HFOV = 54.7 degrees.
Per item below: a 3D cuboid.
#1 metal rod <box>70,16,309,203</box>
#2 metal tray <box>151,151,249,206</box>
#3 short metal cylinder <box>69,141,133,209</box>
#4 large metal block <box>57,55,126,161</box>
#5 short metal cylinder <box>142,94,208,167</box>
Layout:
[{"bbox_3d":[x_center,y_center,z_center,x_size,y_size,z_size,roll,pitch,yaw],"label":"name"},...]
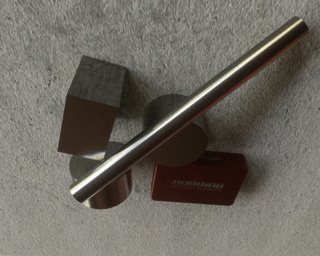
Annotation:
[{"bbox_3d":[0.026,-0.016,0.335,0.300,0.025,0.025,-37,123,6],"label":"metal rod"},{"bbox_3d":[0.056,0.075,0.469,0.131,0.030,0.089,5,130,-5],"label":"metal tray"},{"bbox_3d":[-0.079,0.063,0.424,0.081,0.080,0.050,1,130,-1],"label":"short metal cylinder"},{"bbox_3d":[-0.076,-0.023,0.351,0.050,0.080,0.079,14,129,-12],"label":"large metal block"},{"bbox_3d":[0.017,0.004,0.394,0.081,0.050,0.079,0,130,0],"label":"short metal cylinder"}]
